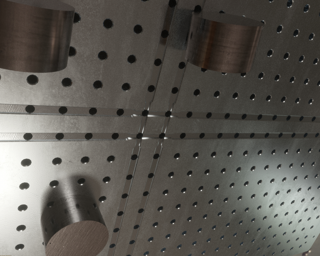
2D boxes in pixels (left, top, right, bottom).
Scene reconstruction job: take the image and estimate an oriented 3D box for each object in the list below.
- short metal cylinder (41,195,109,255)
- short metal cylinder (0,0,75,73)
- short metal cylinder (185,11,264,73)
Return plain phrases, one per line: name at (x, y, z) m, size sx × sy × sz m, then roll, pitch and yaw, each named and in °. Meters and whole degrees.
short metal cylinder at (-0.116, 0.138, 0.418) m, size 0.081 × 0.050 × 0.079 m, roll -14°, pitch 124°, yaw -21°
short metal cylinder at (-0.116, -0.084, 0.260) m, size 0.081 × 0.080 × 0.050 m, roll 2°, pitch 118°, yaw -30°
short metal cylinder at (0.072, -0.100, 0.355) m, size 0.081 × 0.080 × 0.050 m, roll -7°, pitch 122°, yaw -26°
